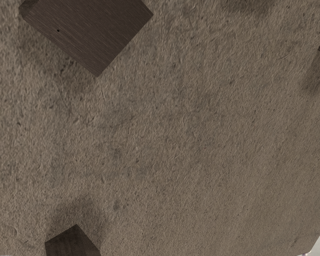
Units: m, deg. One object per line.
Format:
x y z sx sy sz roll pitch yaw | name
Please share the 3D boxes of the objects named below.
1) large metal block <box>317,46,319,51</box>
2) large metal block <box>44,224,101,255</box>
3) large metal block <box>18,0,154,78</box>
0.300 -0.133 0.456 0.050 0.080 0.079 12 112 -34 | large metal block
-0.112 0.198 0.433 0.050 0.080 0.080 -29 129 -10 | large metal block
-0.068 -0.108 0.287 0.080 0.050 0.080 -47 130 5 | large metal block
